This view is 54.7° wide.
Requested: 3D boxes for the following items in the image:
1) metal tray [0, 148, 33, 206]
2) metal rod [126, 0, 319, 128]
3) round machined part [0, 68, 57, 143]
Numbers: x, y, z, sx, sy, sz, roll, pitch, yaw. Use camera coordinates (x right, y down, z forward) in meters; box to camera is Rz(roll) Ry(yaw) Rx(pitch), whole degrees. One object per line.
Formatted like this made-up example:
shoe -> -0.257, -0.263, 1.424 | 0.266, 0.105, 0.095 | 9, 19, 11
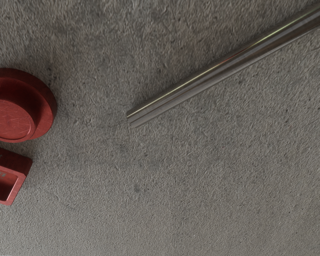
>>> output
metal tray -> -0.267, 0.060, 0.451 | 0.131, 0.030, 0.090 | 25, 126, -20
metal rod -> 0.088, -0.076, 0.342 | 0.300, 0.025, 0.025 | -28, 125, 21
round machined part -> -0.181, -0.020, 0.377 | 0.099, 0.042, 0.097 | 0, 130, 0
